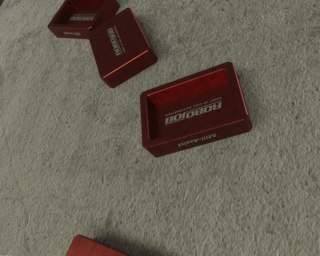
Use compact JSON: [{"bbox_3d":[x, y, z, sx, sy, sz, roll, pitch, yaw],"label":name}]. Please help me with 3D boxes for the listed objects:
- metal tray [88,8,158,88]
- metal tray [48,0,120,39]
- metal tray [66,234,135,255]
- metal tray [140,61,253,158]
[{"bbox_3d":[-0.066,-0.137,0.520,0.090,0.030,0.130,-30,52,9],"label":"metal tray"},{"bbox_3d":[-0.153,-0.223,0.617,0.130,0.030,0.090,13,68,33],"label":"metal tray"},{"bbox_3d":[-0.052,0.175,0.320,0.130,0.030,0.090,8,65,31],"label":"metal tray"},{"bbox_3d":[0.040,-0.023,0.393,0.130,0.030,0.090,-17,55,18],"label":"metal tray"}]
